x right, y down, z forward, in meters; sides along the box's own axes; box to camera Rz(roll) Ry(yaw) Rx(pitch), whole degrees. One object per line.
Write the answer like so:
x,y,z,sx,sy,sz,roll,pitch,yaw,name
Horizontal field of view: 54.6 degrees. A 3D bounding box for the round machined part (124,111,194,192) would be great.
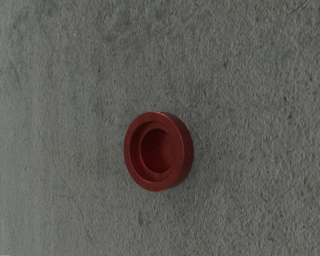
0.003,0.028,0.393,0.098,0.042,0.097,0,90,40,round machined part
